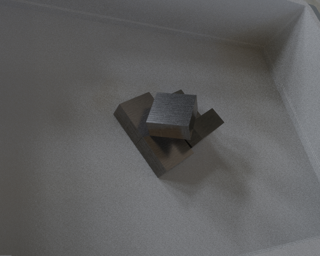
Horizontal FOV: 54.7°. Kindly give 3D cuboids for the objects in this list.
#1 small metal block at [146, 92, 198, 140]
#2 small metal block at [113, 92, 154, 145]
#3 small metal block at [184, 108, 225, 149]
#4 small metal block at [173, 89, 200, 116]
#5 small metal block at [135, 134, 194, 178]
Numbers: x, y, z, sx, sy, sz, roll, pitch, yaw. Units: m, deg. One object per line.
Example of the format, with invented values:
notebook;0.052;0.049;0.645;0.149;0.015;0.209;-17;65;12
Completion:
small metal block;0.016;-0.015;0.375;0.050;0.025;0.050;6;51;15
small metal block;-0.023;-0.013;0.401;0.050;0.025;0.050;-28;77;-38
small metal block;0.050;0.005;0.413;0.050;0.050;0.025;-32;80;-39
small metal block;0.022;-0.020;0.429;0.050;0.025;0.050;-28;77;-38
small metal block;0.006;0.027;0.392;0.050;0.025;0.050;-28;77;-38
